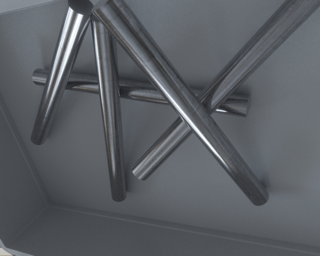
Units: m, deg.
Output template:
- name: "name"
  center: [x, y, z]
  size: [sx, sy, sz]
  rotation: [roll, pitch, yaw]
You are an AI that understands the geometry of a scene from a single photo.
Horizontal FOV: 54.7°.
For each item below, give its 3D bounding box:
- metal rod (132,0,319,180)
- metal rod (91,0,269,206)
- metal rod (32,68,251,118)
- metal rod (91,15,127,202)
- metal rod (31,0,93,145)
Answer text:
- name: "metal rod"
  center: [0.061, -0.039, 0.323]
  size: [0.025, 0.025, 0.299]
  rotation: [42, 120, -1]
- name: "metal rod"
  center: [0.043, -0.004, 0.317]
  size: [0.025, 0.025, 0.300]
  rotation: [-17, 131, 34]
- name: "metal rod"
  center: [-0.040, -0.049, 0.397]
  size: [0.301, 0.025, 0.025]
  rotation: [11, 123, 22]
- name: "metal rod"
  center: [-0.063, -0.001, 0.414]
  size: [0.025, 0.025, 0.298]
  rotation: [18, 133, 17]
- name: "metal rod"
  center: [-0.141, -0.050, 0.411]
  size: [0.025, 0.025, 0.298]
  rotation: [42, 141, -2]
